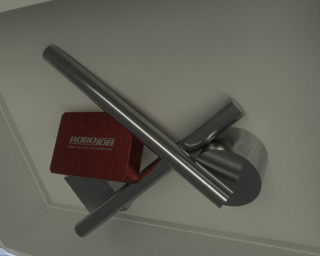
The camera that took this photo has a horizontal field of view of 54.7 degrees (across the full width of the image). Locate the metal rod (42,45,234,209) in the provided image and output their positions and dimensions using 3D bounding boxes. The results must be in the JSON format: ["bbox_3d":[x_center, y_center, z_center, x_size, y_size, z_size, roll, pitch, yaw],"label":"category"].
[{"bbox_3d":[-0.039,-0.012,0.380,0.300,0.025,0.025,39,130,17],"label":"metal rod"}]

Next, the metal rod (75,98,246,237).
[{"bbox_3d":[-0.015,0.065,0.406,0.299,0.025,0.025,-41,95,25],"label":"metal rod"}]

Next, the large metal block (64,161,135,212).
[{"bbox_3d":[-0.088,0.086,0.484,0.080,0.050,0.080,-21,108,35],"label":"large metal block"}]

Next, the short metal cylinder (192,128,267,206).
[{"bbox_3d":[0.085,0.047,0.373,0.080,0.050,0.079,13,124,20],"label":"short metal cylinder"}]

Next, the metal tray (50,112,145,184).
[{"bbox_3d":[-0.086,0.024,0.426,0.130,0.030,0.090,1,75,29],"label":"metal tray"}]
